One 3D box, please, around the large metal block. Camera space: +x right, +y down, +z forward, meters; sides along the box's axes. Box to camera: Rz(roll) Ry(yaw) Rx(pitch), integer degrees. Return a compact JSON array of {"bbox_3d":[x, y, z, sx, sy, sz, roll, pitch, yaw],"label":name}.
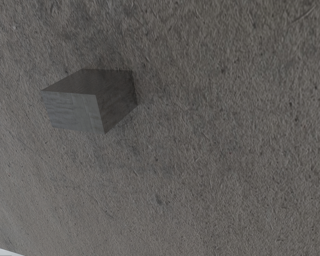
[{"bbox_3d":[-0.086,-0.037,0.394,0.080,0.080,0.050,7,121,25],"label":"large metal block"}]
